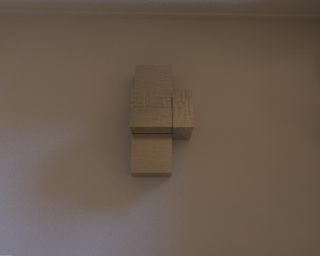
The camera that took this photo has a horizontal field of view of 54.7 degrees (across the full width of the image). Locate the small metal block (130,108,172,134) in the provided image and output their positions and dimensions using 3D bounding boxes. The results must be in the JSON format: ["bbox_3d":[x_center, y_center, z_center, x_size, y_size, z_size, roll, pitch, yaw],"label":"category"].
[{"bbox_3d":[-0.011,-0.005,0.396,0.050,0.050,0.025,0,70,0],"label":"small metal block"}]

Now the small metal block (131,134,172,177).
[{"bbox_3d":[-0.010,0.035,0.395,0.050,0.025,0.050,0,70,0],"label":"small metal block"}]

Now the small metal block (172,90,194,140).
[{"bbox_3d":[0.028,-0.016,0.400,0.025,0.050,0.050,0,70,0],"label":"small metal block"}]

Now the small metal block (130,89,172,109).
[{"bbox_3d":[-0.011,-0.028,0.405,0.050,0.050,0.025,0,70,0],"label":"small metal block"}]

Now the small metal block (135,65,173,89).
[{"bbox_3d":[-0.008,-0.059,0.429,0.050,0.025,0.050,0,70,0],"label":"small metal block"}]
